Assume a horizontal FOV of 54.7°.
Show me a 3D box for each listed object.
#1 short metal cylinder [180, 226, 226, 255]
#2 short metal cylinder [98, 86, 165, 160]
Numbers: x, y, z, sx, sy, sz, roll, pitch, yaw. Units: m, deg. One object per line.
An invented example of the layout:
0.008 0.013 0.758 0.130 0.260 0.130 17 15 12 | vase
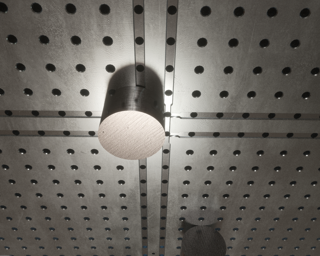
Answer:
0.078 0.230 0.573 0.081 0.080 0.050 1 130 -2 | short metal cylinder
-0.034 -0.005 0.390 0.081 0.050 0.079 0 131 0 | short metal cylinder
